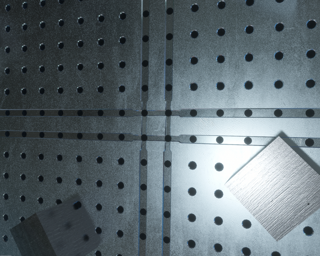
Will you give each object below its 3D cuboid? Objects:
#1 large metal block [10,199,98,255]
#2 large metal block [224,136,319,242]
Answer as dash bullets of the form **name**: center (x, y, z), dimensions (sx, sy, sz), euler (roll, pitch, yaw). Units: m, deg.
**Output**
- **large metal block**: center (-0.145, 0.155, 0.433), dimensions (0.050, 0.080, 0.080), euler (-34, 80, 17)
- **large metal block**: center (0.134, 0.065, 0.352), dimensions (0.080, 0.050, 0.080), euler (-46, 76, 14)
